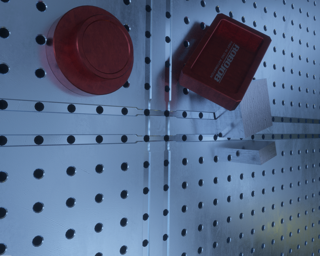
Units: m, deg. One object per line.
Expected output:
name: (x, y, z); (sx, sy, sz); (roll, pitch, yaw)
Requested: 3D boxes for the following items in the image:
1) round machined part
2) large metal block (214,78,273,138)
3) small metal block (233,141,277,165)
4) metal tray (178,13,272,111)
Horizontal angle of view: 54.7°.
round machined part: (-0.068, -0.085, 0.340); (0.099, 0.042, 0.097); (0, 90, -40)
large metal block: (0.135, -0.033, 0.506); (0.081, 0.050, 0.079); (-19, 102, -38)
small metal block: (0.162, 0.041, 0.528); (0.050, 0.050, 0.025); (-20, 103, -38)
metal tray: (0.096, -0.099, 0.453); (0.090, 0.030, 0.130); (29, 66, 6)
